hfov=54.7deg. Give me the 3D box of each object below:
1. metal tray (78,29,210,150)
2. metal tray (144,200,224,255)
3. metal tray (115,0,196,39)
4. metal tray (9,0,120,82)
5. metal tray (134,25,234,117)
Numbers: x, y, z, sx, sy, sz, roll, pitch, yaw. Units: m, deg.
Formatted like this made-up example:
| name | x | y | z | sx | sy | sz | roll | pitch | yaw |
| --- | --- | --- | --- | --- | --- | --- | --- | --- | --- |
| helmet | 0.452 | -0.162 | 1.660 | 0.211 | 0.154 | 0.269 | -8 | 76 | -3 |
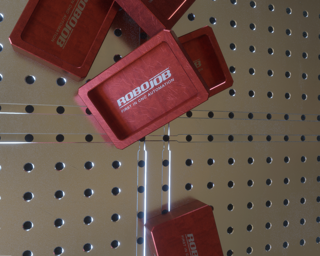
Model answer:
| name | x | y | z | sx | sy | sz | roll | pitch | yaw |
| --- | --- | --- | --- | --- | --- | --- | --- | --- | --- |
| metal tray | -0.019 | -0.043 | 0.366 | 0.130 | 0.030 | 0.090 | -30 | 101 | 17 |
| metal tray | 0.039 | 0.177 | 0.426 | 0.091 | 0.030 | 0.129 | -16 | 96 | -20 |
| metal tray | 0.002 | -0.183 | 0.390 | 0.090 | 0.030 | 0.130 | 44 | 58 | -16 |
| metal tray | -0.106 | -0.133 | 0.370 | 0.090 | 0.030 | 0.130 | 26 | 81 | -19 |
| metal tray | 0.027 | -0.073 | 0.420 | 0.131 | 0.030 | 0.090 | -27 | 99 | -18 |
